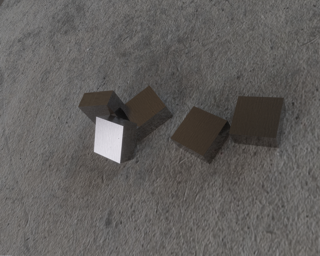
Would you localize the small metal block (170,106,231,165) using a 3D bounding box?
[{"bbox_3d":[0.050,0.008,0.373,0.050,0.025,0.050,28,77,37],"label":"small metal block"}]

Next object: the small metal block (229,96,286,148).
[{"bbox_3d":[0.111,-0.008,0.350,0.050,0.025,0.050,6,64,30],"label":"small metal block"}]

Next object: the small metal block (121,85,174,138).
[{"bbox_3d":[-0.018,-0.023,0.427,0.050,0.025,0.050,-38,51,3],"label":"small metal block"}]

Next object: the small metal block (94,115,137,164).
[{"bbox_3d":[-0.060,0.013,0.411,0.050,0.025,0.050,18,109,35],"label":"small metal block"}]

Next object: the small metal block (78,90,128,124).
[{"bbox_3d":[-0.079,-0.027,0.444,0.050,0.050,0.025,-2,56,27],"label":"small metal block"}]
